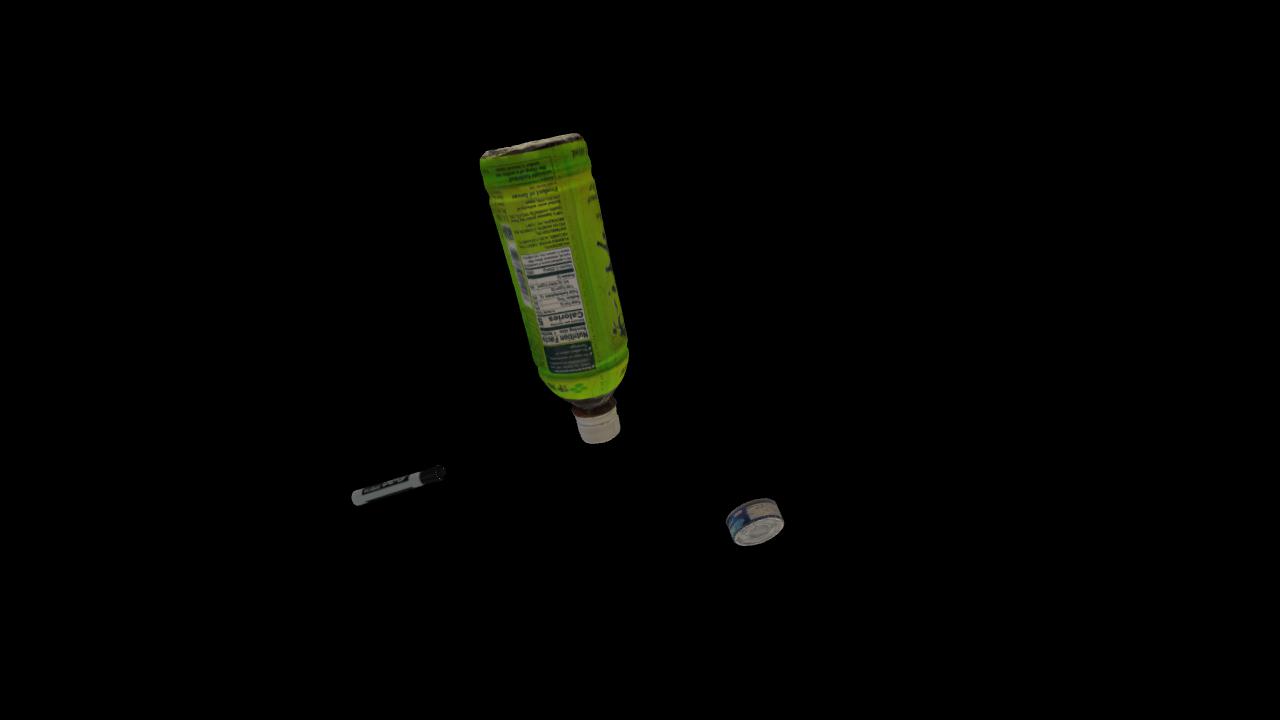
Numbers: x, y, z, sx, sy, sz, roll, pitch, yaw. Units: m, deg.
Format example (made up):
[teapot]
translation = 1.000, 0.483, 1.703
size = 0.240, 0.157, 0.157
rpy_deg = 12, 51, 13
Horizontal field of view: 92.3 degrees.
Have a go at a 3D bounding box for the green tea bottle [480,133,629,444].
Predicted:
[green tea bottle]
translation = -0.050, -0.040, 0.421
size = 0.073, 0.212, 0.073
rpy_deg = -8, 22, 3

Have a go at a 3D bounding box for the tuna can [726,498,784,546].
[tuna can]
translation = 0.176, 0.249, 0.938
size = 0.084, 0.034, 0.084
rpy_deg = -11, -43, -10

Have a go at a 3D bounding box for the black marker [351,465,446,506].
[black marker]
translation = -0.282, 0.147, 0.722
size = 0.121, 0.020, 0.020
rpy_deg = -18, -4, 12
